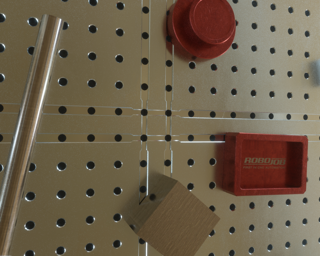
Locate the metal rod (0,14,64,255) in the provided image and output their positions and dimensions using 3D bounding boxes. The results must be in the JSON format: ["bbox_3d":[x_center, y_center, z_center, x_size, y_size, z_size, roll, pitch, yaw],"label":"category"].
[{"bbox_3d":[-0.156,0.017,0.354,0.025,0.025,0.298,13,86,-20],"label":"metal rod"}]

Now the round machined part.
[{"bbox_3d":[0.063,-0.145,0.427,0.099,0.042,0.097,0,90,-20],"label":"round machined part"}]

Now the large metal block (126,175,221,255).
[{"bbox_3d":[0.017,0.121,0.406,0.080,0.050,0.080,43,76,-15],"label":"large metal block"}]

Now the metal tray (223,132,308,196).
[{"bbox_3d":[0.161,0.054,0.469,0.131,0.030,0.089,3,89,-20],"label":"metal tray"}]
